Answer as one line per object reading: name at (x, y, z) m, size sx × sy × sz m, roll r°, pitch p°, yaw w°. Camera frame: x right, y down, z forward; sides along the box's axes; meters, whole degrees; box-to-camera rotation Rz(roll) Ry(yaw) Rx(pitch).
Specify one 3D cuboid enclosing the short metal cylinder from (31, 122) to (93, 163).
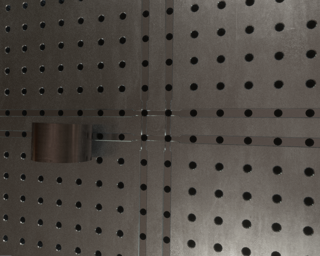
short metal cylinder at (-0.135, 0.018, 0.429) m, size 0.080 × 0.080 × 0.050 m, roll 3°, pitch 91°, yaw 19°
